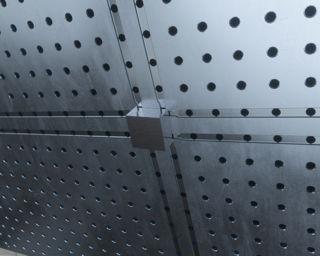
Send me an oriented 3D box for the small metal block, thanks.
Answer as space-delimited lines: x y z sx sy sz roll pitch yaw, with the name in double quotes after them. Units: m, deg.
-0.014 0.001 0.417 0.050 0.025 0.050 5 121 25 "small metal block"
